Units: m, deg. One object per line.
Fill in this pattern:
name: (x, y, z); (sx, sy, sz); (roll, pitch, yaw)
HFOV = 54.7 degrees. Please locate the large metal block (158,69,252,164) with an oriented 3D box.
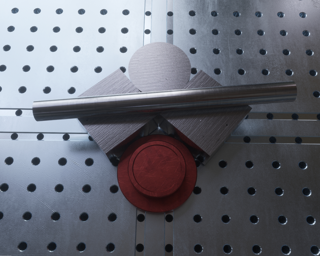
large metal block: (0.055, -0.013, 0.397); (0.080, 0.050, 0.080); (40, 76, 13)

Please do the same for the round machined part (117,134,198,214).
round machined part: (-0.003, 0.053, 0.379); (0.099, 0.042, 0.098); (0, 70, 0)

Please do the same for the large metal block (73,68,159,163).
large metal block: (-0.058, -0.015, 0.399); (0.080, 0.050, 0.080); (-38, 76, -13)

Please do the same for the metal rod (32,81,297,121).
metal rod: (0.007, -0.032, 0.364); (0.302, 0.025, 0.025); (-5, 70, -1)

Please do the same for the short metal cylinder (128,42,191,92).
short metal cylinder: (0.000, -0.068, 0.419); (0.081, 0.050, 0.080); (0, 70, 0)
